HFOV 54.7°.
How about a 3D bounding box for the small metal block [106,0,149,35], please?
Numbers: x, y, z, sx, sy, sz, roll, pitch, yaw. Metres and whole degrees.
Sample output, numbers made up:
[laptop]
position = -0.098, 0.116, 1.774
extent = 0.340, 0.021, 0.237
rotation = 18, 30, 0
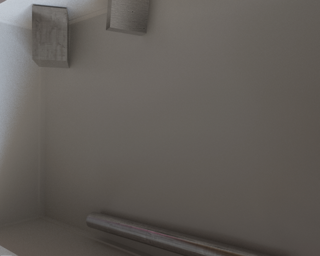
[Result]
[small metal block]
position = -0.044, -0.156, 0.420
extent = 0.025, 0.050, 0.050
rotation = -161, 75, -67

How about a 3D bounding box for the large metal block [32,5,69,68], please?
[large metal block]
position = -0.177, -0.145, 0.508
extent = 0.080, 0.050, 0.079
rotation = -170, 81, -76

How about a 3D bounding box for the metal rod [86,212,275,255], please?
[metal rod]
position = 0.009, 0.144, 0.397
extent = 0.300, 0.025, 0.025
rotation = -1, 89, 39
